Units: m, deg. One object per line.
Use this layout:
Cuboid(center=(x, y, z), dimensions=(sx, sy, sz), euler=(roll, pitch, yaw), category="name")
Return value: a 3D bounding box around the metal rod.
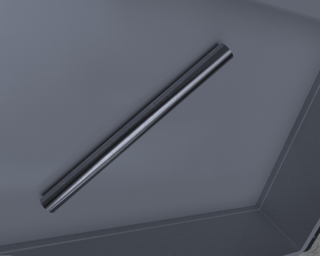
Cuboid(center=(-0.029, -0.001, 0.393), dimensions=(0.300, 0.025, 0.025), euler=(-41, 130, -1), category="metal rod")
